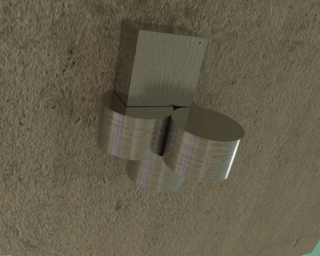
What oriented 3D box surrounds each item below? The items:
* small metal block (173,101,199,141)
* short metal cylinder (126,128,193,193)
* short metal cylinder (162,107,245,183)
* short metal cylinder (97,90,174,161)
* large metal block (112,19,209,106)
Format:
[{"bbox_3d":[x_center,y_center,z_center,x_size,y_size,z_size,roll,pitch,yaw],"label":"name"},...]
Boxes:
[{"bbox_3d":[0.022,-0.015,0.398,0.025,0.050,0.050,1,118,-29],"label":"small metal block"},{"bbox_3d":[0.001,0.037,0.397,0.081,0.080,0.050,-1,119,-28],"label":"short metal cylinder"},{"bbox_3d":[0.047,0.016,0.344,0.081,0.080,0.050,-2,120,-28],"label":"short metal cylinder"},{"bbox_3d":[-0.029,-0.006,0.354,0.081,0.080,0.050,-2,120,-28],"label":"short metal cylinder"},{"bbox_3d":[-0.002,-0.071,0.348,0.081,0.050,0.079,-2,119,-28],"label":"large metal block"}]
